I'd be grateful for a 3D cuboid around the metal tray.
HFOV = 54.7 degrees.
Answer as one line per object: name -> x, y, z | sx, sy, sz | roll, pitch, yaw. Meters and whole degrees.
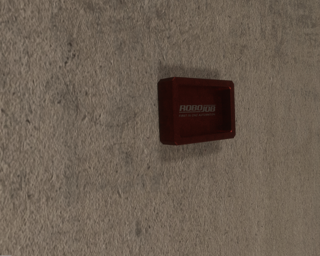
metal tray -> 0.058, -0.025, 0.452 | 0.131, 0.030, 0.089 | -4, 93, -40
